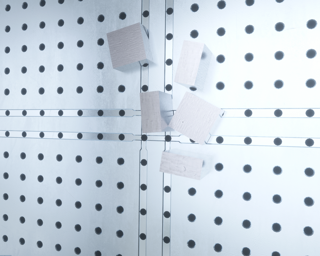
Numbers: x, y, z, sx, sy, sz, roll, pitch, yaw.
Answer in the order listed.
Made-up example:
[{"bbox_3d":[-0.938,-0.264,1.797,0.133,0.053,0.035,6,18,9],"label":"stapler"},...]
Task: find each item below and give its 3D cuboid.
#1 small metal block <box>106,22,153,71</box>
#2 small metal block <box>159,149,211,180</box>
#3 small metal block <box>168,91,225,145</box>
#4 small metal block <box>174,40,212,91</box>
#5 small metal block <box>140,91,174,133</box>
[{"bbox_3d":[-0.041,-0.110,0.426,0.050,0.025,0.050,-12,86,19],"label":"small metal block"},{"bbox_3d":[0.033,0.044,0.387,0.050,0.050,0.025,10,93,19],"label":"small metal block"},{"bbox_3d":[0.047,-0.012,0.396,0.050,0.025,0.050,30,100,17],"label":"small metal block"},{"bbox_3d":[0.042,-0.076,0.384,0.025,0.050,0.050,15,95,19],"label":"small metal block"},{"bbox_3d":[-0.003,-0.019,0.399,0.025,0.050,0.050,-5,89,20],"label":"small metal block"}]
